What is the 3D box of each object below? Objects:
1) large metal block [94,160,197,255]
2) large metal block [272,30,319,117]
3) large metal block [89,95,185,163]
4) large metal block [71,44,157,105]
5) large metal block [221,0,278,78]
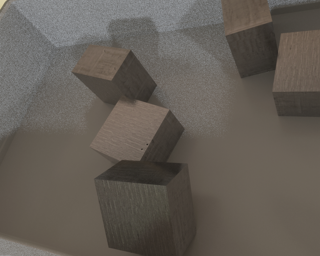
[{"bbox_3d":[-0.013,0.081,0.320,0.080,0.079,0.050,0,17,28],"label":"large metal block"},{"bbox_3d":[0.172,-0.059,0.335,0.080,0.050,0.080,3,63,29],"label":"large metal block"},{"bbox_3d":[-0.028,0.012,0.397,0.080,0.050,0.080,19,72,35],"label":"large metal block"},{"bbox_3d":[-0.064,-0.071,0.448,0.080,0.080,0.050,17,71,35],"label":"large metal block"},{"bbox_3d":[0.113,-0.123,0.386,0.050,0.080,0.080,-12,57,22],"label":"large metal block"}]
